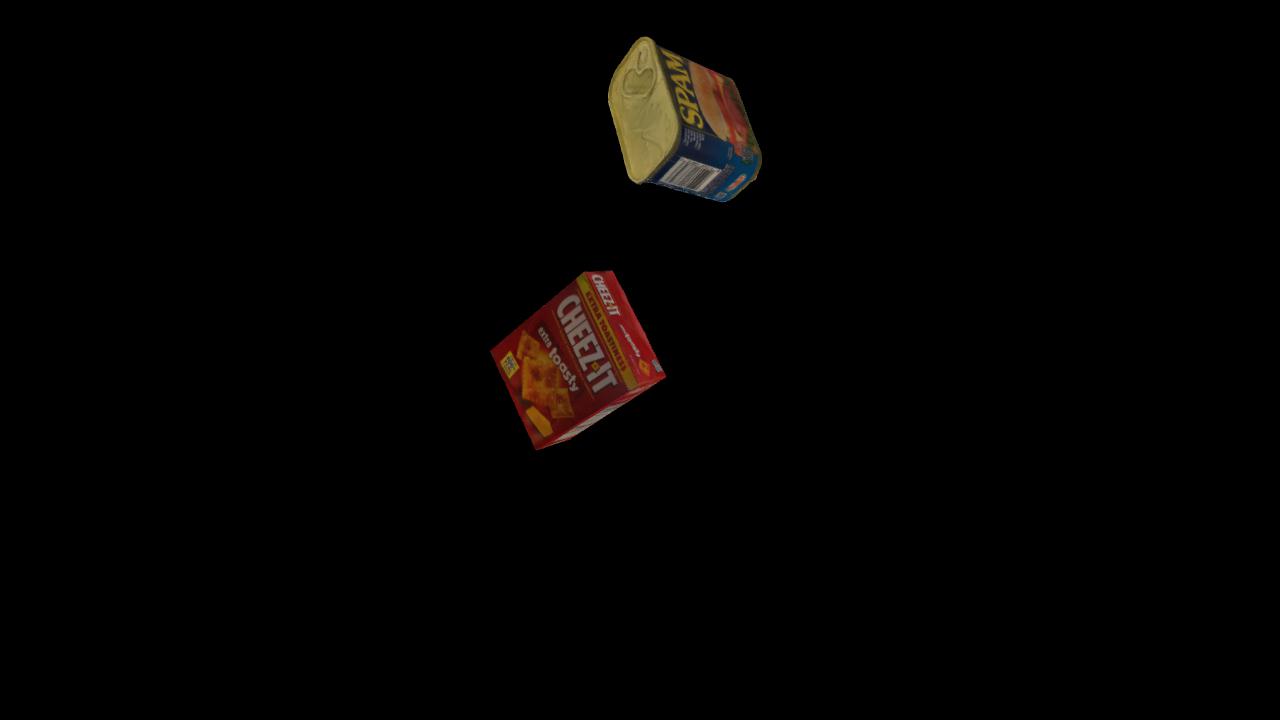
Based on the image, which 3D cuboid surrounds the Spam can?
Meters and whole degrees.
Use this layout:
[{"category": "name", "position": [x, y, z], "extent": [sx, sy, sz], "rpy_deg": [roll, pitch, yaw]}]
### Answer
[{"category": "Spam can", "position": [0.033, -0.170, 0.447], "extent": [0.085, 0.101, 0.058], "rpy_deg": [4, -27, -37]}]

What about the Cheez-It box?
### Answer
[{"category": "Cheez-It box", "position": [-0.091, 0.005, 0.842], "extent": [0.223, 0.166, 0.071], "rpy_deg": [-33, -12, 35]}]
